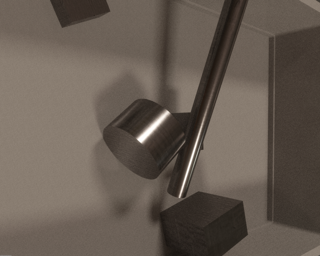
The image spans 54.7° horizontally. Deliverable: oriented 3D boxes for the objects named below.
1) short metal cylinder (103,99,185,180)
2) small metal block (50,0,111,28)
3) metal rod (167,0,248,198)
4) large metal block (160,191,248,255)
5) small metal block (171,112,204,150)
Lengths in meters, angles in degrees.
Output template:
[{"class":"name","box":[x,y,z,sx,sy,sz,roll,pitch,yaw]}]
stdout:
[{"class":"short metal cylinder","box":[-0.018,0.013,0.357,0.050,0.080,0.080,-47,118,-30]},{"class":"small metal block","box":[-0.089,-0.141,0.333,0.050,0.025,0.050,-33,111,-35]},{"class":"metal rod","box":[0.061,-0.058,0.360,0.025,0.025,0.298,6,105,-40]},{"class":"large metal block","box":[0.060,0.131,0.424,0.081,0.080,0.050,-18,102,-39]},{"class":"small metal block","box":[0.031,0.004,0.418,0.025,0.050,0.050,-3,92,-41]}]
